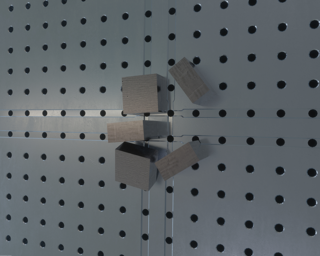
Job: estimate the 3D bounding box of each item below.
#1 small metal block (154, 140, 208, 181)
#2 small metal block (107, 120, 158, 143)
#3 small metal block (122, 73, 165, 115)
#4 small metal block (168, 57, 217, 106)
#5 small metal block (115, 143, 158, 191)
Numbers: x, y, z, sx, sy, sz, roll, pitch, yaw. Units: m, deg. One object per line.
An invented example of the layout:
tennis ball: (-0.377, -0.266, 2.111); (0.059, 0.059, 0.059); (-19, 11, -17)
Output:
small metal block: (0.028, 0.040, 0.390); (0.050, 0.050, 0.025); (-33, 79, 17)
small metal block: (-0.035, 0.005, 0.412); (0.050, 0.050, 0.025); (-5, 88, 20)
small metal block: (-0.023, -0.045, 0.421); (0.050, 0.025, 0.050); (-3, 89, 20)
small metal block: (0.042, -0.056, 0.385); (0.025, 0.050, 0.050); (-38, 78, 16)
small metal block: (-0.032, 0.051, 0.415); (0.050, 0.025, 0.050); (14, 117, 19)
